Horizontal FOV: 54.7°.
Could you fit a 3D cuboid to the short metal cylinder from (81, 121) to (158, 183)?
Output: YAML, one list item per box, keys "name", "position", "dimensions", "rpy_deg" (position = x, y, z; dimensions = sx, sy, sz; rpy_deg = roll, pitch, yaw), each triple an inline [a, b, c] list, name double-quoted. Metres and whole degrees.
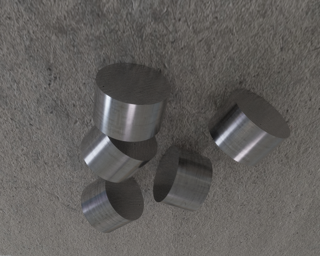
- name: "short metal cylinder"
  position: [-0.050, 0.021, 0.388]
  dimensions: [0.080, 0.080, 0.050]
  rpy_deg: [31, 123, -24]

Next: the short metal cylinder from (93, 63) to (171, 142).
- name: "short metal cylinder"
  position: [-0.032, -0.030, 0.345]
  dimensions: [0.081, 0.080, 0.050]
  rpy_deg: [9, 130, -8]

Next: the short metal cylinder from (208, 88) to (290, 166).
- name: "short metal cylinder"
  position: [0.105, -0.002, 0.370]
  dimensions: [0.080, 0.080, 0.050]
  rpy_deg: [23, 126, -19]

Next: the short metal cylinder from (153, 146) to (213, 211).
- name: "short metal cylinder"
  position: [0.030, 0.070, 0.431]
  dimensions: [0.050, 0.080, 0.079]
  rpy_deg: [20, 127, -16]

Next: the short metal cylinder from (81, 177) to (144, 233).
- name: "short metal cylinder"
  position: [-0.070, 0.109, 0.463]
  dimensions: [0.050, 0.080, 0.080]
  rpy_deg: [-33, 123, 24]
